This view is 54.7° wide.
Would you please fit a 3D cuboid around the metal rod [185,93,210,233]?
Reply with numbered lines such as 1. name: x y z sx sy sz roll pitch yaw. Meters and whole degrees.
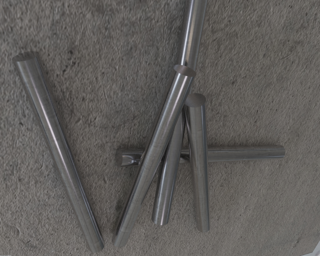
1. metal rod: 0.059 0.073 0.455 0.025 0.025 0.298 -24 136 -14

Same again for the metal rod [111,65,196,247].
1. metal rod: -0.019 0.058 0.399 0.025 0.025 0.298 0 129 -29

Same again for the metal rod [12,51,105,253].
1. metal rod: -0.111 0.054 0.378 0.025 0.025 0.298 -20 126 -17

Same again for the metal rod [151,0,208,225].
1. metal rod: 0.021 -0.009 0.389 0.025 0.025 0.298 -2 112 -27

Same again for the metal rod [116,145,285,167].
1. metal rod: 0.079 0.040 0.474 0.303 0.025 0.025 1 118 -29
